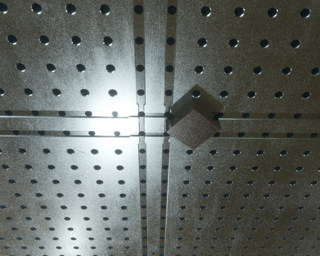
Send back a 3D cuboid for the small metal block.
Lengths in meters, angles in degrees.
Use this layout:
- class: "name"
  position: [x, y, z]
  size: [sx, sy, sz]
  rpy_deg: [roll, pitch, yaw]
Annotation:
- class: "small metal block"
  position: [0.043, -0.004, 0.409]
  size: [0.050, 0.025, 0.050]
  rpy_deg: [34, 122, -26]
